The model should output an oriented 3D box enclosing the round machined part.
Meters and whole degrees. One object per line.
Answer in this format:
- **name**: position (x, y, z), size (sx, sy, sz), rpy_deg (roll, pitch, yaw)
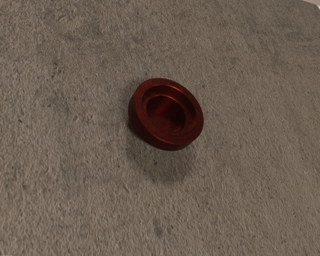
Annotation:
- **round machined part**: position (0.004, -0.014, 0.405), size (0.099, 0.042, 0.098), rpy_deg (14, 56, -21)
